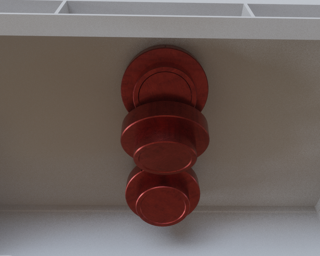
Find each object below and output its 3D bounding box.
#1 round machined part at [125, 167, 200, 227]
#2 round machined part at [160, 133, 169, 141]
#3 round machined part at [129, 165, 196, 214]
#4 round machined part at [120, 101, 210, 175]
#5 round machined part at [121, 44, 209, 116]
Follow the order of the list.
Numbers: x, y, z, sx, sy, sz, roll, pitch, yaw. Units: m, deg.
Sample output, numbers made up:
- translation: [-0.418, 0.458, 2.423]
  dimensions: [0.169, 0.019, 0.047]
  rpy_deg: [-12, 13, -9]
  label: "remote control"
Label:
- translation: [0.004, 0.090, 0.405]
  dimensions: [0.099, 0.042, 0.097]
  rpy_deg: [0, 119, 0]
  label: "round machined part"
- translation: [0.002, 0.018, 0.411]
  dimensions: [0.099, 0.042, 0.097]
  rpy_deg: [0, 129, 0]
  label: "round machined part"
- translation: [0.004, 0.096, 0.460]
  dimensions: [0.099, 0.042, 0.098]
  rpy_deg: [0, 145, 0]
  label: "round machined part"
- translation: [0.005, 0.018, 0.344]
  dimensions: [0.099, 0.042, 0.097]
  rpy_deg: [0, 143, 0]
  label: "round machined part"
- translation: [0.005, -0.041, 0.347]
  dimensions: [0.099, 0.042, 0.097]
  rpy_deg: [0, 114, -1]
  label: "round machined part"
